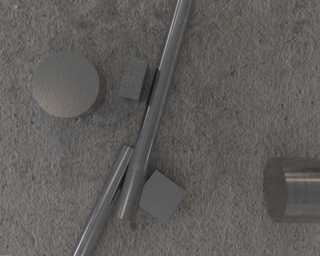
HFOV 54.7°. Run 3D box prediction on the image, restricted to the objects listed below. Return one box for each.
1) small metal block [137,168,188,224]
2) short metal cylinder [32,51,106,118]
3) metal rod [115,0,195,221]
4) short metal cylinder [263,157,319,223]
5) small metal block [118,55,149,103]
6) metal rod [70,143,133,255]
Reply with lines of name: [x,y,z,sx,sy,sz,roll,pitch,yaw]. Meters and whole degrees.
small metal block: [0.000,0.088,0.410,0.050,0.025,0.050,36,90,0]
short metal cylinder: [-0.113,-0.052,0.396,0.081,0.050,0.079,0,90,0]
metal rod: [-0.004,-0.033,0.397,0.025,0.025,0.299,15,85,0]
short metal cylinder: [0.166,0.076,0.384,0.050,0.080,0.079,1,90,0]
small metal block: [-0.032,-0.061,0.397,0.025,0.050,0.050,14,90,0]
metal rod: [-0.101,0.161,0.409,0.025,0.025,0.299,25,90,0]
